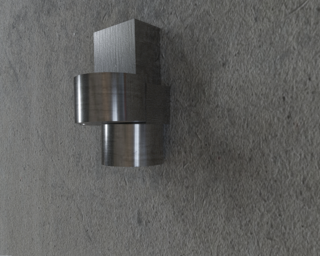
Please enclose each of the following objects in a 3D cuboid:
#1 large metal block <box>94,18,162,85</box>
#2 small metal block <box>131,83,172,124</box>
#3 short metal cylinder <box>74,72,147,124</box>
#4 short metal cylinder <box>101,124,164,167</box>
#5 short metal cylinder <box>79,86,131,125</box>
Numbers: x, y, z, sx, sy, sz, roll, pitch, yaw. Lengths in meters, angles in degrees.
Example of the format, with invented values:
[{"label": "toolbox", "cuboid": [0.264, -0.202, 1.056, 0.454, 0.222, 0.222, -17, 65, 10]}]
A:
[{"label": "large metal block", "cuboid": [-0.045, -0.095, 0.429, 0.080, 0.050, 0.080, -2, 89, 40]}, {"label": "small metal block", "cuboid": [-0.010, -0.030, 0.401, 0.025, 0.050, 0.050, 1, 91, 40]}, {"label": "short metal cylinder", "cuboid": [-0.056, -0.031, 0.352, 0.080, 0.081, 0.050, -3, 89, 40]}, {"label": "short metal cylinder", "cuboid": [-0.035, 0.020, 0.401, 0.080, 0.081, 0.050, 0, 90, 40]}, {"label": "short metal cylinder", "cuboid": [-0.071, -0.030, 0.430, 0.080, 0.081, 0.050, -3, 89, 40]}]
